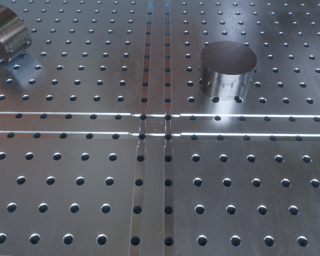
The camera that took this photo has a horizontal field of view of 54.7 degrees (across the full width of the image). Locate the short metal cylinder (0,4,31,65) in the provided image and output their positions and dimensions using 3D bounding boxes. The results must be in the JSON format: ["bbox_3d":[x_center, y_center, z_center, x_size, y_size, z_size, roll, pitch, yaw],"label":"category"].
[{"bbox_3d":[-0.256,-0.148,0.493,0.080,0.080,0.050,23,54,17],"label":"short metal cylinder"}]

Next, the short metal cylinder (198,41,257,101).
[{"bbox_3d":[0.099,-0.087,0.466,0.081,0.050,0.080,0,50,0],"label":"short metal cylinder"}]
